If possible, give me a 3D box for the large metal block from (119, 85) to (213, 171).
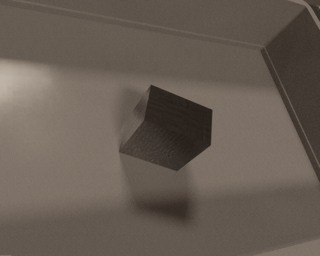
[{"bbox_3d":[0.006,0.004,0.373,0.080,0.080,0.050,20,54,-17],"label":"large metal block"}]
